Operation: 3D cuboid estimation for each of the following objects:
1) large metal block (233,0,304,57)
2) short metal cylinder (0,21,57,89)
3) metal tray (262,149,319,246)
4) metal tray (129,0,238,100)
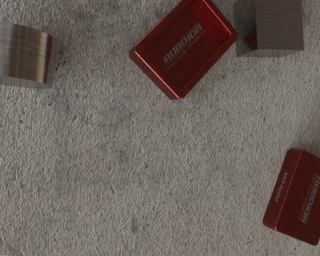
[{"bbox_3d":[0.159,-0.149,0.454,0.081,0.050,0.079,-4,92,-20],"label":"large metal block"},{"bbox_3d":[-0.152,-0.073,0.323,0.081,0.080,0.050,6,88,-20],"label":"short metal cylinder"},{"bbox_3d":[0.225,0.108,0.490,0.090,0.030,0.130,25,82,-18],"label":"metal tray"},{"bbox_3d":[0.034,-0.113,0.418,0.090,0.030,0.130,46,76,-15],"label":"metal tray"}]
